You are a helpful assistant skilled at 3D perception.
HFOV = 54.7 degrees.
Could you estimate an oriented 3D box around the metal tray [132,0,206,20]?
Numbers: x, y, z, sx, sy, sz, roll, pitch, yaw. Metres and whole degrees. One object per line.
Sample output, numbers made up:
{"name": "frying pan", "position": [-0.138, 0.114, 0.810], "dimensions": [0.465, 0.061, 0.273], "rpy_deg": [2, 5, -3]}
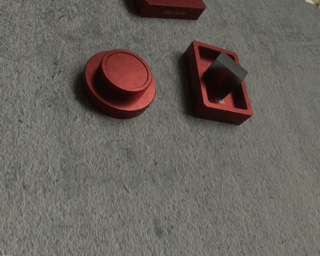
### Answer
{"name": "metal tray", "position": [0.009, -0.240, 0.554], "dimensions": [0.131, 0.030, 0.090], "rpy_deg": [-10, 67, -33]}

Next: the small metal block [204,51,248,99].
{"name": "small metal block", "position": [0.096, -0.080, 0.474], "dimensions": [0.050, 0.050, 0.025], "rpy_deg": [39, 51, -2]}

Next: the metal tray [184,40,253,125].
{"name": "metal tray", "position": [0.091, -0.073, 0.496], "dimensions": [0.091, 0.030, 0.130], "rpy_deg": [9, 58, -24]}

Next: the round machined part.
{"name": "round machined part", "position": [-0.050, -0.064, 0.406], "dimensions": [0.099, 0.042, 0.098], "rpy_deg": [14, 56, -21]}
